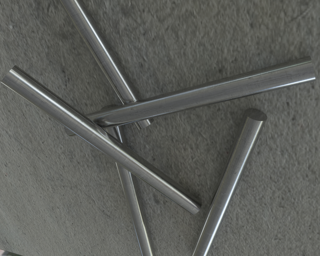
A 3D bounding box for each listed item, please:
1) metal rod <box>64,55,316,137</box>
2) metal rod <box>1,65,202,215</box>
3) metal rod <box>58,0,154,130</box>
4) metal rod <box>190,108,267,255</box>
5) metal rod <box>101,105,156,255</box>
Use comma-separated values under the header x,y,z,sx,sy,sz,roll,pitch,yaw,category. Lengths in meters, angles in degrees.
x,y,z,sx,sy,sz,roll,pitch,yaw,category
0.012,-0.029,0.358,0.300,0.025,0.025,-12,113,25,metal rod
-0.057,0.028,0.394,0.301,0.025,0.025,39,132,-22,metal rod
-0.093,-0.129,0.374,0.025,0.025,0.299,-20,108,35,metal rod
0.083,0.105,0.427,0.025,0.025,0.298,22,127,15,metal rod
-0.044,0.104,0.492,0.025,0.025,0.298,3,120,26,metal rod
